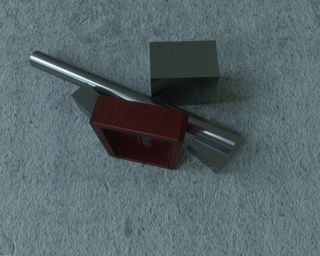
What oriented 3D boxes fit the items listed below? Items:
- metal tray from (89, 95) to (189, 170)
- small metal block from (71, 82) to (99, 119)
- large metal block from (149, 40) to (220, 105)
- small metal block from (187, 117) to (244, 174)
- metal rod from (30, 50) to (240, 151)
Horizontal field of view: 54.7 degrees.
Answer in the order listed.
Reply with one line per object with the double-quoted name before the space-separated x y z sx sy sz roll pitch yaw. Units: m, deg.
"metal tray" -0.020 0.011 0.349 0.090 0.130 0.030 12 71 4
"small metal block" -0.083 -0.025 0.403 0.050 0.050 0.025 43 75 13
"large metal block" 0.028 -0.068 0.404 0.081 0.080 0.050 -2 70 -1
"small metal block" 0.071 0.023 0.402 0.050 0.025 0.050 40 74 13
"metal rod" -0.043 -0.041 0.409 0.301 0.025 0.025 23 72 13
